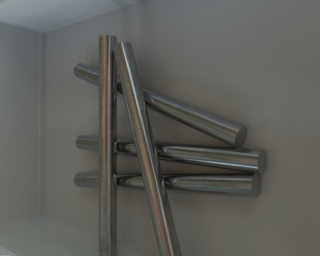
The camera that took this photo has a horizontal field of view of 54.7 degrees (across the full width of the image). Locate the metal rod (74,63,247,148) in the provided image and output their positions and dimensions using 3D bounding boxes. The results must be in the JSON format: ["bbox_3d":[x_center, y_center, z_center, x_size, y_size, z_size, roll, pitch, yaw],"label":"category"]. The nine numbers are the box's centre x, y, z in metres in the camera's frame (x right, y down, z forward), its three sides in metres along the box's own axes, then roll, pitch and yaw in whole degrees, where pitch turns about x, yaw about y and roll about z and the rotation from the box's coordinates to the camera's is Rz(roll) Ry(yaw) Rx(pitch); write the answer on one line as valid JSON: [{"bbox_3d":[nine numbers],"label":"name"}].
[{"bbox_3d":[-0.022,-0.042,0.420,0.300,0.025,0.025,26,106,36],"label":"metal rod"}]

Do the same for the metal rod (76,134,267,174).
[{"bbox_3d":[-0.011,0.029,0.412,0.300,0.025,0.025,3,92,39],"label":"metal rod"}]

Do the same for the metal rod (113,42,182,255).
[{"bbox_3d":[-0.015,0.034,0.383,0.025,0.025,0.299,-22,76,37],"label":"metal rod"}]

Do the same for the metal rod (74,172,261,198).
[{"bbox_3d":[-0.016,0.072,0.416,0.300,0.025,0.025,-6,86,39],"label":"metal rod"}]

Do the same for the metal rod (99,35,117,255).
[{"bbox_3d":[-0.072,0.024,0.428,0.025,0.025,0.298,0,90,39],"label":"metal rod"}]
